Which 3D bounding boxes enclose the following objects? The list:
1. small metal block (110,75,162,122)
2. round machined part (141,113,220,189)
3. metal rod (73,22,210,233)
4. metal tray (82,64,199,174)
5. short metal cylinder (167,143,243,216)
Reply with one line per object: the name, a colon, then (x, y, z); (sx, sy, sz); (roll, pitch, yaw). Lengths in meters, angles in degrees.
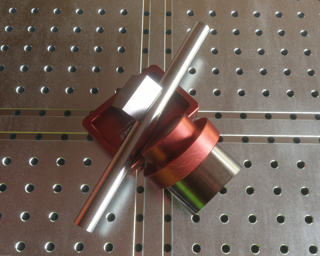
small metal block: (-0.031, -0.039, 0.389); (0.025, 0.050, 0.050); (39, 82, -27)
round machined part: (0.017, 0.020, 0.355); (0.098, 0.098, 0.042); (-44, 98, -15)
metal rod: (-0.013, -0.015, 0.385); (0.025, 0.025, 0.300); (27, 72, 9)
metal tray: (-0.024, -0.013, 0.413); (0.130, 0.030, 0.090); (-41, 76, -14)
short metal cylinder: (0.049, 0.056, 0.361); (0.080, 0.080, 0.050); (-42, 76, -14)
